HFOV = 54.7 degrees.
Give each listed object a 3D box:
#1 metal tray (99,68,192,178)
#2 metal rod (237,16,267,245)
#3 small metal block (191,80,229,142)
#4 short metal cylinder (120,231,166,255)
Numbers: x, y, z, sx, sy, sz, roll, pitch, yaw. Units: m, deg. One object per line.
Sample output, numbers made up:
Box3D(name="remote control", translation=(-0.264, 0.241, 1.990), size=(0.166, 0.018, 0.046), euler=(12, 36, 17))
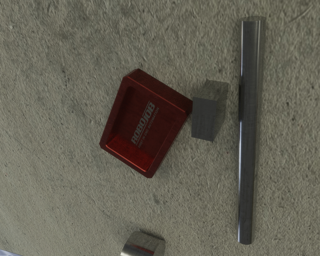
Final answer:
Box3D(name="metal tray", translation=(-0.022, -0.002, 0.412), size=(0.090, 0.030, 0.129), euler=(32, 128, 6))
Box3D(name="metal rod", translation=(0.105, 0.025, 0.366), size=(0.025, 0.025, 0.298), euler=(7, 122, 24))
Box3D(name="small metal block", translation=(0.056, -0.021, 0.347), size=(0.025, 0.050, 0.050), euler=(13, 124, 21))
Box3D(name="short metal cylinder", translation=(-0.030, 0.221, 0.522), size=(0.050, 0.080, 0.079), euler=(14, 124, 20))
